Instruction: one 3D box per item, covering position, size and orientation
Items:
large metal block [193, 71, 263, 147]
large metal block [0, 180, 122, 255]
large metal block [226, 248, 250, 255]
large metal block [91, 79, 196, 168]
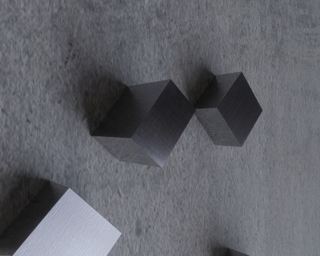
[{"bbox_3d":[0.105,-0.028,0.480,0.080,0.050,0.080,53,59,-27],"label":"large metal block"},{"bbox_3d":[-0.100,0.111,0.306,0.080,0.050,0.080,52,60,-28],"label":"large metal block"},{"bbox_3d":[0.154,0.247,0.502,0.080,0.080,0.050,47,62,-30],"label":"large metal block"},{"bbox_3d":[-0.019,-0.006,0.355,0.050,0.080,0.080,47,62,-30],"label":"large metal block"}]
